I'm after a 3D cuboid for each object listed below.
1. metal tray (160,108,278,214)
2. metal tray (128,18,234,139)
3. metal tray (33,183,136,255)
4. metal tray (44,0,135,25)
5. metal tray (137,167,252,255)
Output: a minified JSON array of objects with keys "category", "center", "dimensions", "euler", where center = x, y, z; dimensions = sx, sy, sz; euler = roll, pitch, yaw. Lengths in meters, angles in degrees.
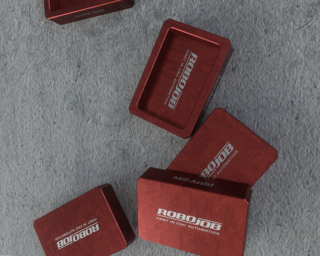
[{"category":"metal tray","center":[0.068,0.051,0.382],"dimensions":[0.090,0.030,0.130],"euler":[41,103,15]},{"category":"metal tray","center":[0.026,-0.062,0.397],"dimensions":[0.090,0.030,0.129],"euler":[26,98,18]},{"category":"metal tray","center":[-0.111,0.148,0.445],"dimensions":[0.130,0.030,0.090],"euler":[-30,80,17]},{"category":"metal tray","center":[-0.105,-0.208,0.443],"dimensions":[0.130,0.030,0.089],"euler":[-6,88,19]},{"category":"metal tray","center":[0.038,0.103,0.372],"dimensions":[0.130,0.030,0.089],"euler":[8,111,21]}]
